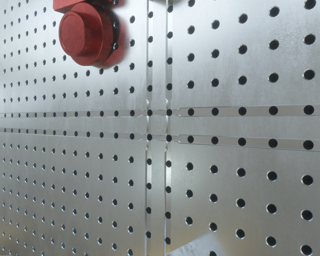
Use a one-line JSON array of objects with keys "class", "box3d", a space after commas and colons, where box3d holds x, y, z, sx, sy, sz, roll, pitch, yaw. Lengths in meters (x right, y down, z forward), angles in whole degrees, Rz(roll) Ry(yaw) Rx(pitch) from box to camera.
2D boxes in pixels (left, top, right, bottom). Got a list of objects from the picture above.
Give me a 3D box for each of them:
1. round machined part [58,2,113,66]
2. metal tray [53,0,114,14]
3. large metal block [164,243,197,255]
[{"class": "round machined part", "box3d": [-0.123, -0.148, 0.491, 0.098, 0.042, 0.097, 10, 106, 38]}, {"class": "metal tray", "box3d": [-0.127, -0.245, 0.511, 0.130, 0.030, 0.089, 4, 93, 39]}, {"class": "large metal block", "box3d": [0.017, 0.203, 0.379, 0.080, 0.050, 0.080, -47, 62, 29]}]
